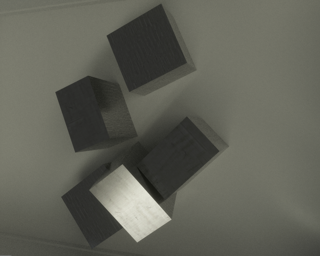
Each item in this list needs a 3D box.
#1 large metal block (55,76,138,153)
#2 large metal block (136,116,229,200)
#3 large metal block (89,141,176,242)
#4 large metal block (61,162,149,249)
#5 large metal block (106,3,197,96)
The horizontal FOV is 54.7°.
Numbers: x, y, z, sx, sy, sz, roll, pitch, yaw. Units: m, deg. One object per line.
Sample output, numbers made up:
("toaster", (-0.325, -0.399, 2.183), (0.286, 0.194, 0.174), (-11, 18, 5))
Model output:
("large metal block", (-0.080, -0.016, 0.408), (0.050, 0.080, 0.080), (-22, 83, 18))
("large metal block", (0.031, 0.033, 0.370), (0.080, 0.080, 0.050), (-45, 77, 14))
("large metal block", (-0.027, 0.072, 0.372), (0.050, 0.080, 0.080), (-38, 97, 16))
("large metal block", (-0.072, 0.101, 0.421), (0.080, 0.050, 0.080), (-38, 78, 16))
("large metal block", (-0.010, -0.097, 0.400), (0.080, 0.050, 0.080), (-24, 82, 18))
